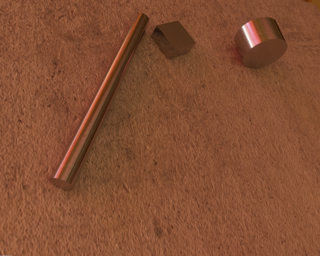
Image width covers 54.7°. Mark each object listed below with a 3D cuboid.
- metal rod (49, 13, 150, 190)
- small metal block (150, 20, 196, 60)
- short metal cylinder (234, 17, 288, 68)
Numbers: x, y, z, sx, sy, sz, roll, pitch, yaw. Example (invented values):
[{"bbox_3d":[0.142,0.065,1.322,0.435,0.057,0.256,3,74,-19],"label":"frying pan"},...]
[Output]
[{"bbox_3d":[-0.064,-0.057,0.405,0.025,0.025,0.300,27,52,-12],"label":"metal rod"},{"bbox_3d":[0.022,-0.144,0.505,0.050,0.025,0.050,-27,77,-37],"label":"small metal block"},{"bbox_3d":[0.182,-0.153,0.563,0.081,0.080,0.050,1,61,-28],"label":"short metal cylinder"}]
